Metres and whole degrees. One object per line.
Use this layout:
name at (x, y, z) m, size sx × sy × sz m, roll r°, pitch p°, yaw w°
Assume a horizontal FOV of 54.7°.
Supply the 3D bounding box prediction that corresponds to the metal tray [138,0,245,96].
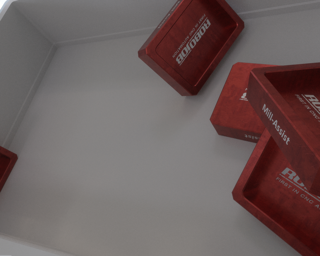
metal tray at (0.044, -0.118, 0.411) m, size 0.130 × 0.090 × 0.030 m, roll -55°, pitch 22°, yaw -11°

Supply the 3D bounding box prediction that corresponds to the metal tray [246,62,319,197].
metal tray at (0.137, -0.009, 0.252) m, size 0.091 × 0.030 × 0.130 m, roll -6°, pitch 39°, yaw -6°

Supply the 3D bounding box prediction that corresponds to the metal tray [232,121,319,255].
metal tray at (0.135, 0.061, 0.265) m, size 0.130 × 0.030 × 0.089 m, roll 38°, pitch 117°, yaw 38°

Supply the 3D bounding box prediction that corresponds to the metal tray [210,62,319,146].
metal tray at (0.133, -0.025, 0.348) m, size 0.130 × 0.030 × 0.090 m, roll 13°, pitch 68°, yaw 33°

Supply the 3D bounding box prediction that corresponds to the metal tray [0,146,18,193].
metal tray at (-0.288, 0.054, 0.457) m, size 0.030 × 0.130 × 0.090 m, roll 5°, pitch 64°, yaw 31°
